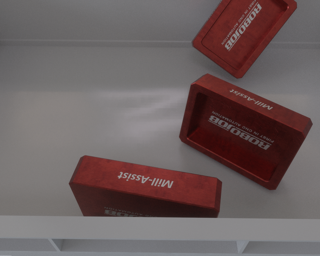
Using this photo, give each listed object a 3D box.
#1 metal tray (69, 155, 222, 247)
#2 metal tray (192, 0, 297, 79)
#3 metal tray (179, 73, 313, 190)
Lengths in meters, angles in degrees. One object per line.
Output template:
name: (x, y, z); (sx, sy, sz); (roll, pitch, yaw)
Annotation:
metal tray: (-0.012, 0.073, 0.300); (0.131, 0.090, 0.030); (9, 51, 7)
metal tray: (0.119, -0.150, 0.452); (0.090, 0.129, 0.030); (35, 13, -8)
metal tray: (0.090, 0.004, 0.357); (0.130, 0.089, 0.030); (29, 43, 22)
